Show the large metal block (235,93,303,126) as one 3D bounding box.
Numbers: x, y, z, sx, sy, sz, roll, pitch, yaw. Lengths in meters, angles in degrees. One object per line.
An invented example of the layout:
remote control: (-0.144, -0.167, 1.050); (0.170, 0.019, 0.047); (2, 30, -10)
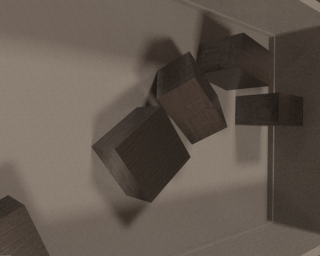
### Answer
large metal block: (0.187, -0.029, 0.531); (0.081, 0.080, 0.050); (2, 89, -40)

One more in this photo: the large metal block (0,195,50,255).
large metal block: (-0.147, 0.118, 0.268); (0.081, 0.050, 0.080); (-30, 109, -36)

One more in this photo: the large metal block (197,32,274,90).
large metal block: (0.112, -0.095, 0.467); (0.081, 0.080, 0.050); (16, 80, -39)

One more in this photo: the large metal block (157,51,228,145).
large metal block: (0.040, -0.040, 0.400); (0.080, 0.050, 0.080); (51, 21, -28)

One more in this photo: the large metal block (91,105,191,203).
large metal block: (-0.020, 0.029, 0.375); (0.080, 0.050, 0.080); (-45, 117, -31)
